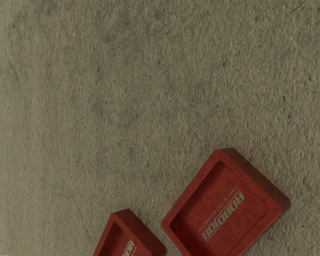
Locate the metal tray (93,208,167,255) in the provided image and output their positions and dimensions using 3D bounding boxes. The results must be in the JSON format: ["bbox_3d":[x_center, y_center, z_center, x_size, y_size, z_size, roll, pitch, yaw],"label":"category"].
[{"bbox_3d":[-0.053,0.195,0.445,0.090,0.030,0.129,37,113,33],"label":"metal tray"}]

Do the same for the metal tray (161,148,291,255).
[{"bbox_3d":[0.066,0.097,0.346,0.090,0.030,0.129,46,118,30],"label":"metal tray"}]
